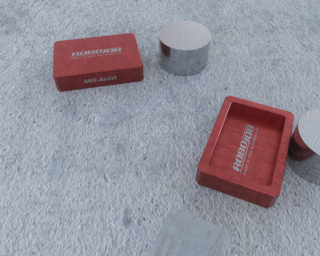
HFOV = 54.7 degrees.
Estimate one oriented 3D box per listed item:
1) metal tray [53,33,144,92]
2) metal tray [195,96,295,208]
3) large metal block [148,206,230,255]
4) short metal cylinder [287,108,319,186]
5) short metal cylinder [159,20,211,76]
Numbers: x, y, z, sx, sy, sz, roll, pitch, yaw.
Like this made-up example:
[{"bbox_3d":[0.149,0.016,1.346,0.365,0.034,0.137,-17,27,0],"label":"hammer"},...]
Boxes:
[{"bbox_3d":[-0.097,-0.106,0.488,0.131,0.030,0.090,-9,51,-8],"label":"metal tray"},{"bbox_3d":[0.107,0.023,0.381,0.090,0.030,0.130,18,52,14],"label":"metal tray"},{"bbox_3d":[0.016,0.127,0.261,0.050,0.080,0.080,20,53,16],"label":"large metal block"},{"bbox_3d":[0.198,0.022,0.369,0.081,0.050,0.080,0,50,0],"label":"short metal cylinder"},{"bbox_3d":[0.038,-0.128,0.494,0.081,0.050,0.080,0,50,0],"label":"short metal cylinder"}]
